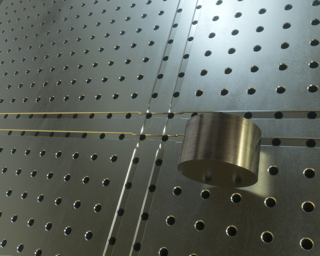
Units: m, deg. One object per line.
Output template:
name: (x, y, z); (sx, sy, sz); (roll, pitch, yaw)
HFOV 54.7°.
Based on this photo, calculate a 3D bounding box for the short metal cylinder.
short metal cylinder: (0.062, 0.025, 0.324); (0.080, 0.080, 0.050); (-1, 62, 27)
